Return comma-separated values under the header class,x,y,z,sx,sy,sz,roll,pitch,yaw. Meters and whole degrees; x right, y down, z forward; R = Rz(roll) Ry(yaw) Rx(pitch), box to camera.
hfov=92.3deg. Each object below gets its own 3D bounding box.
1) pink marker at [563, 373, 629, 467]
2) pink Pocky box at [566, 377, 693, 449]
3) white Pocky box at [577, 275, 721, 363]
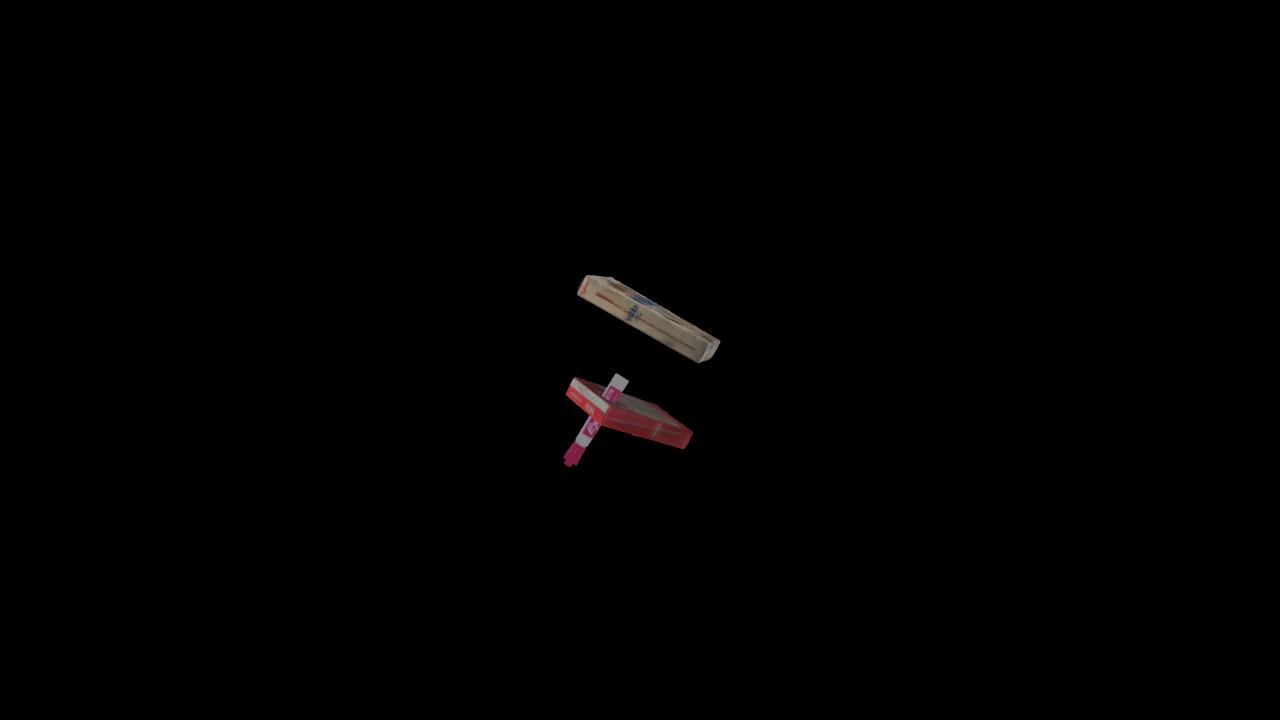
class,x,y,z,sx,sy,sz,roll,pitch,yaw
pink marker,-0.052,0.071,0.715,0.020,0.121,0.020,32,-1,1
pink Pocky box,-0.011,0.068,0.770,0.155,0.029,0.084,22,8,-43
white Pocky box,0.012,-0.046,0.680,0.154,0.028,0.084,31,13,12
